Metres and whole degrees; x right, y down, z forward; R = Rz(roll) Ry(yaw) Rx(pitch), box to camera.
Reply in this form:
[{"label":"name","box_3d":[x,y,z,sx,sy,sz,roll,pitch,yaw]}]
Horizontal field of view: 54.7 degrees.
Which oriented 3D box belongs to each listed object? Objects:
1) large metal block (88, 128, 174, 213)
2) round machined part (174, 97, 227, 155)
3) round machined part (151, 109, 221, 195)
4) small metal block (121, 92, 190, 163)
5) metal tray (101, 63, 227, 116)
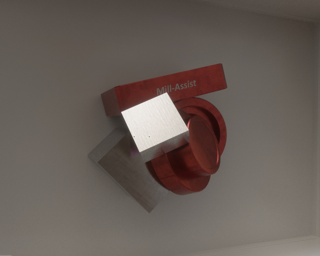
[{"label":"large metal block","box_3d":[-0.034,0.046,0.368,0.050,0.080,0.080,-46,105,-14]},{"label":"round machined part","box_3d":[0.036,0.009,0.416,0.099,0.042,0.097,0,90,-21]},{"label":"round machined part","box_3d":[0.034,0.024,0.352,0.098,0.042,0.098,32,48,-43]},{"label":"small metal block","box_3d":[-0.004,-0.001,0.310,0.050,0.025,0.050,-24,60,-6]},{"label":"metal tray","box_3d":[0.002,-0.045,0.375,0.131,0.090,0.030,-16,96,-20]}]
